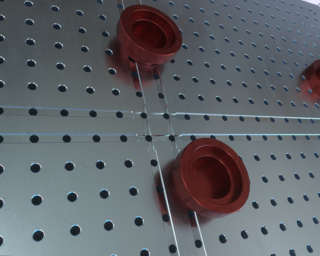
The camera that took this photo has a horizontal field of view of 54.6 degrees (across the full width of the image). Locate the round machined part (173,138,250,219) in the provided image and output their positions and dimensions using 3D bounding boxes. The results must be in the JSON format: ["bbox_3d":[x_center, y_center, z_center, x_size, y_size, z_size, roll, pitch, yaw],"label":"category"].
[{"bbox_3d":[0.060,0.065,0.389,0.099,0.042,0.098,13,56,-21],"label":"round machined part"}]

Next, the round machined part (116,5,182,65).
[{"bbox_3d":[-0.019,-0.135,0.469,0.099,0.042,0.098,13,56,-21],"label":"round machined part"}]

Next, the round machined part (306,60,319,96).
[{"bbox_3d":[0.363,-0.107,0.656,0.099,0.042,0.098,13,56,-21],"label":"round machined part"}]
